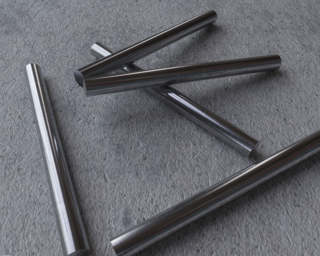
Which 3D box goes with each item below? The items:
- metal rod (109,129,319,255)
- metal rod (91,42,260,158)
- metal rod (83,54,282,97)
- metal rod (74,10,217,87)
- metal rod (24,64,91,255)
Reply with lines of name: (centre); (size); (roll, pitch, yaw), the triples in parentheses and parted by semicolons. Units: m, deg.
metal rod: (0.088, 0.064, 0.349); (0.302, 0.025, 0.025); (-23, 54, -18)
metal rod: (0.006, -0.052, 0.446); (0.300, 0.025, 0.025); (35, 58, 26)
metal rod: (0.045, -0.078, 0.442); (0.302, 0.025, 0.025); (-11, 51, -20)
metal rod: (-0.004, -0.137, 0.494); (0.025, 0.025, 0.302); (35, 51, 26)
metal rod: (-0.137, 0.017, 0.387); (0.025, 0.025, 0.300); (-18, 52, -14)
